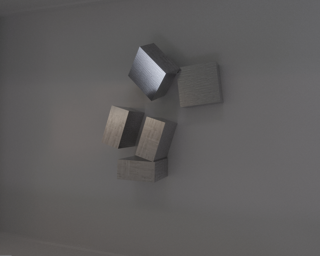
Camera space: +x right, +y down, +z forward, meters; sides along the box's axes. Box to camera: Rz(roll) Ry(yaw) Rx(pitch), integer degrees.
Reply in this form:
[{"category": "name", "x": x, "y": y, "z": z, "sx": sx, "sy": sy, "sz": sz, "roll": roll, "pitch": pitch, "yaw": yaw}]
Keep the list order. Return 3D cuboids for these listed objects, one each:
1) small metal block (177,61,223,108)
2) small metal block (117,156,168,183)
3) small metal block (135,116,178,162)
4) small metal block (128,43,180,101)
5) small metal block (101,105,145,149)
[{"category": "small metal block", "x": 0.051, "y": -0.054, "z": 0.393, "sx": 0.050, "sy": 0.025, "sz": 0.050, "roll": -7, "pitch": 88, "yaw": 19}, {"category": "small metal block", "x": -0.021, "y": 0.053, "z": 0.405, "sx": 0.050, "sy": 0.050, "sz": 0.025, "roll": 2, "pitch": 91, "yaw": 20}, {"category": "small metal block", "x": -0.003, "y": 0.013, "z": 0.398, "sx": 0.025, "sy": 0.050, "sz": 0.050, "roll": 19, "pitch": 96, "yaw": 19}, {"category": "small metal block", "x": -0.009, "y": -0.072, "z": 0.400, "sx": 0.050, "sy": 0.025, "sz": 0.050, "roll": 48, "pitch": 138, "yaw": 16}, {"category": "small metal block", "x": -0.048, "y": -0.001, "z": 0.414, "sx": 0.025, "sy": 0.050, "sz": 0.050, "roll": 19, "pitch": 96, "yaw": 19}]
